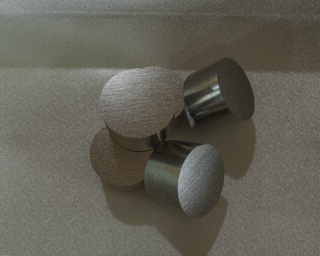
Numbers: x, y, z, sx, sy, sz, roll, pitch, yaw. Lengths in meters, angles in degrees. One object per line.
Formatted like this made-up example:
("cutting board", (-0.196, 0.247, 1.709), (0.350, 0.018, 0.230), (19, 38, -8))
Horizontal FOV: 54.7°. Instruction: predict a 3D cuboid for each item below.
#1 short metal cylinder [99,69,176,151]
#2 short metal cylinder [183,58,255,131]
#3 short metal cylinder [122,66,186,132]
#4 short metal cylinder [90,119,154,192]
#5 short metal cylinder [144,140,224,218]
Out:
("short metal cylinder", (-0.023, -0.019, 0.347), (0.081, 0.050, 0.080), (0, 70, 0))
("short metal cylinder", (0.075, -0.041, 0.389), (0.080, 0.050, 0.080), (20, 61, -40))
("short metal cylinder", (-0.007, -0.033, 0.406), (0.081, 0.050, 0.080), (0, 70, 0))
("short metal cylinder", (-0.041, 0.035, 0.382), (0.081, 0.050, 0.080), (0, 70, 0))
("short metal cylinder", (0.029, 0.055, 0.352), (0.050, 0.080, 0.080), (5, 63, 45))
